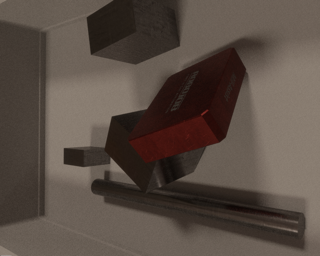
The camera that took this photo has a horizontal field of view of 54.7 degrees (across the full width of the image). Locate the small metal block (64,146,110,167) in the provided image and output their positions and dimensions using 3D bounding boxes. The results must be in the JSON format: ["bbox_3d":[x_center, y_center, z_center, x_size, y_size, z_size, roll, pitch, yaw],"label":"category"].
[{"bbox_3d":[-0.113,0.044,0.481,0.050,0.050,0.025,1,91,39],"label":"small metal block"}]

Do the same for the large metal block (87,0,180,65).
[{"bbox_3d":[-0.034,-0.123,0.397,0.080,0.081,0.050,-13,82,39],"label":"large metal block"}]

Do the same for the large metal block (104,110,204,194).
[{"bbox_3d":[-0.006,0.021,0.368,0.080,0.081,0.050,40,128,32],"label":"large metal block"}]

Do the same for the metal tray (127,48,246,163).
[{"bbox_3d":[0.032,-0.027,0.315,0.090,0.130,0.030,-20,116,35],"label":"metal tray"}]

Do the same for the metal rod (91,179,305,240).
[{"bbox_3d":[0.018,0.093,0.389,0.300,0.025,0.025,0,90,39],"label":"metal rod"}]
